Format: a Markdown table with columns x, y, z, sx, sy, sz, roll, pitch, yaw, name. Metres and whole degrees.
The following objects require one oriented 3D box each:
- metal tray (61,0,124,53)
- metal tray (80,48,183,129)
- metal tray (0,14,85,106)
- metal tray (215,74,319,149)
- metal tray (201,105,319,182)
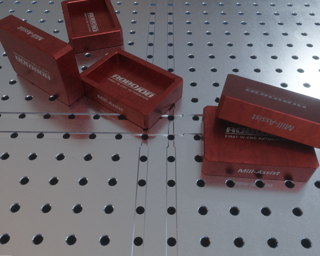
| x | y | z | sx | sy | sz | roll | pitch | yaw | name |
| --- | --- | --- | --- | --- | --- | --- | --- | --- | --- |
| -0.125 | -0.193 | 0.566 | 0.091 | 0.030 | 0.130 | -13 | 51 | -11 | metal tray |
| -0.043 | -0.063 | 0.457 | 0.130 | 0.030 | 0.090 | 29 | 56 | 22 | metal tray |
| -0.172 | -0.097 | 0.446 | 0.130 | 0.090 | 0.030 | 30 | 56 | 22 | metal tray |
| 0.142 | -0.026 | 0.396 | 0.130 | 0.030 | 0.090 | 18 | 30 | 8 | metal tray |
| 0.119 | 0.017 | 0.391 | 0.131 | 0.030 | 0.090 | 4 | 50 | 3 | metal tray |
